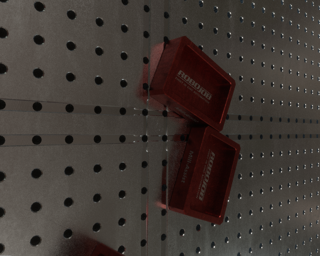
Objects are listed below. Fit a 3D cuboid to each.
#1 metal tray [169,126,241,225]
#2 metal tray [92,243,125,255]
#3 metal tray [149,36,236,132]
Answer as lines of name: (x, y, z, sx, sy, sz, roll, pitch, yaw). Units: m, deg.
metal tray: (0.071, 0.071, 0.468, 0.090, 0.030, 0.130, 28, 73, -37)
metal tray: (-0.063, 0.196, 0.315, 0.030, 0.090, 0.130, 44, 64, -32)
metal tray: (0.053, -0.059, 0.452, 0.131, 0.030, 0.090, 31, 71, -36)
